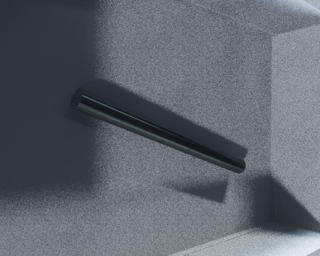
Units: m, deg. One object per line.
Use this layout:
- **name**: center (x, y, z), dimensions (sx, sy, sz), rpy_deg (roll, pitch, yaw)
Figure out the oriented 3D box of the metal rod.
- **metal rod**: center (0.021, 0.016, 0.421), dimensions (0.302, 0.025, 0.025), rpy_deg (23, 75, -37)
